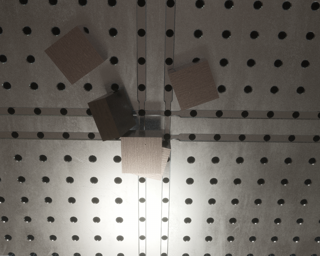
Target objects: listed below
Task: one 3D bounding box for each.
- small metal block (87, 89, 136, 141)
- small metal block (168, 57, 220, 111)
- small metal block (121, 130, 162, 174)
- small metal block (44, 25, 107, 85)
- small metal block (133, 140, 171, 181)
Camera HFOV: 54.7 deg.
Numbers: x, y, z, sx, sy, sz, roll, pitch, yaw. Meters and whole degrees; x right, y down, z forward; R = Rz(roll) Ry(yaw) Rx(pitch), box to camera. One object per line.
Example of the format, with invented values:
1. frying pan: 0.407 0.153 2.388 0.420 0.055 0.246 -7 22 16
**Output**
1. small metal block: -0.058 -0.017 0.388 0.025 0.050 0.050 -14 104 23
2. small metal block: 0.042 -0.056 0.394 0.050 0.025 0.050 -19 109 6
3. small metal block: -0.023 0.030 0.398 0.050 0.025 0.050 1 110 -1
4. small metal block: -0.102 -0.090 0.379 0.050 0.025 0.050 -33 107 11
5. small metal block: -0.016 0.040 0.428 0.050 0.025 0.050 15 110 -6
